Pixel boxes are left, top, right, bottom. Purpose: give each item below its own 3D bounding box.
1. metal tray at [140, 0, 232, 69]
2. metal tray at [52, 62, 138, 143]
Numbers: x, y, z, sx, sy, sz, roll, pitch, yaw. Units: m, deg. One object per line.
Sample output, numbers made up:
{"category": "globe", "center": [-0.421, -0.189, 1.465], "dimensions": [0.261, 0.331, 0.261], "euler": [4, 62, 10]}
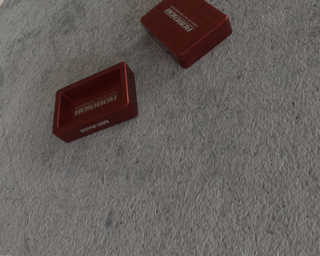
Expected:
{"category": "metal tray", "center": [0.036, -0.159, 0.479], "dimensions": [0.090, 0.030, 0.130], "euler": [-38, 51, 2]}
{"category": "metal tray", "center": [-0.101, -0.039, 0.477], "dimensions": [0.130, 0.030, 0.090], "euler": [-20, 54, 16]}
